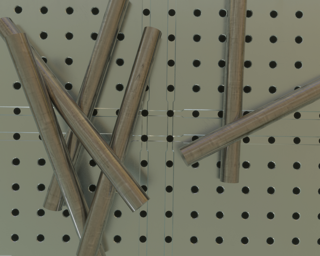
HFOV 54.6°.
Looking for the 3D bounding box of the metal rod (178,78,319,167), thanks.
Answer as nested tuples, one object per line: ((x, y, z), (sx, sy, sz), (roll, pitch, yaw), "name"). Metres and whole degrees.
((0.163, -0.030, 0.396), (0.301, 0.025, 0.025), (-26, 90, -7), "metal rod")

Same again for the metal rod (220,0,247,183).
((0.099, -0.078, 0.413), (0.025, 0.025, 0.298), (3, 90, 0), "metal rod")

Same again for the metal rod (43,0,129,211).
((-0.097, -0.037, 0.412), (0.025, 0.025, 0.299), (18, 90, 0), "metal rod")

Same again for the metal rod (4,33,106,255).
((-0.124, 0.036, 0.383), (0.025, 0.025, 0.299), (-16, 102, 0), "metal rod")

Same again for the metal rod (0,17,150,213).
((-0.115, -0.024, 0.383), (0.025, 0.025, 0.300), (-40, 79, 0), "metal rod")

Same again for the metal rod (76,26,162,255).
((-0.050, 0.014, 0.396), (0.025, 0.025, 0.299), (16, 83, 0), "metal rod")
